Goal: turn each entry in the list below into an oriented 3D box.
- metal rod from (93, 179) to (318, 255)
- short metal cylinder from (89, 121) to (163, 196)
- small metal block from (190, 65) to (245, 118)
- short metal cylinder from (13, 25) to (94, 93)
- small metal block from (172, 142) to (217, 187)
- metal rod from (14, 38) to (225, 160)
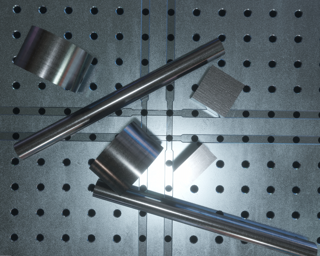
[{"bbox_3d":[0.059,0.122,0.413,0.302,0.025,0.025,17,90,0],"label":"metal rod"},{"bbox_3d":[-0.041,0.037,0.386,0.050,0.080,0.080,42,90,0],"label":"short metal cylinder"},{"bbox_3d":[0.076,-0.048,0.414,0.050,0.025,0.050,32,90,0],"label":"small metal block"},{"bbox_3d":[-0.131,-0.083,0.385,0.080,0.080,0.050,26,90,0],"label":"short metal cylinder"},{"bbox_3d":[0.043,0.045,0.401,0.050,0.050,0.025,-45,90,0],"label":"small metal block"},{"bbox_3d":[-0.053,-0.039,0.412,0.301,0.025,0.025,-28,90,0],"label":"metal rod"}]
